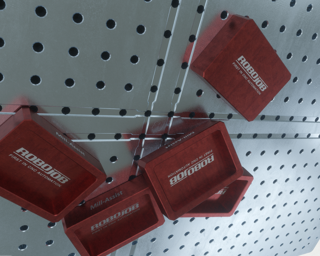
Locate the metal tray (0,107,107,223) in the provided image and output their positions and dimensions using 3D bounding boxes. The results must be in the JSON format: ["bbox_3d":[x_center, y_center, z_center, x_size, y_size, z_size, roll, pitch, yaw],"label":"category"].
[{"bbox_3d":[-0.138,0.048,0.361,0.090,0.030,0.130,-42,129,0],"label":"metal tray"}]

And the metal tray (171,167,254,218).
[{"bbox_3d":[0.085,0.105,0.517,0.131,0.030,0.089,10,113,-33],"label":"metal tray"}]

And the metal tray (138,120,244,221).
[{"bbox_3d":[0.046,0.056,0.435,0.131,0.030,0.090,-29,104,-18],"label":"metal tray"}]

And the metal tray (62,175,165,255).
[{"bbox_3d":[-0.064,0.134,0.454,0.131,0.030,0.090,-25,128,-13],"label":"metal tray"}]

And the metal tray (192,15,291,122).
[{"bbox_3d":[0.115,-0.076,0.423,0.130,0.030,0.090,35,99,-39],"label":"metal tray"}]
